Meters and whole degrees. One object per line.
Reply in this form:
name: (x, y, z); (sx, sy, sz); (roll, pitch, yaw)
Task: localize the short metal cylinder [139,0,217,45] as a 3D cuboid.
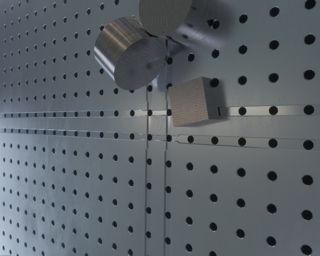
short metal cylinder: (0.021, -0.146, 0.376); (0.080, 0.050, 0.079); (0, 90, 40)

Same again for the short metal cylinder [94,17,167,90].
short metal cylinder: (-0.038, -0.096, 0.405); (0.050, 0.081, 0.080); (49, 119, 29)

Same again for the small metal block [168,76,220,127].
small metal block: (0.040, -0.030, 0.376); (0.050, 0.025, 0.050); (-13, 82, 39)
